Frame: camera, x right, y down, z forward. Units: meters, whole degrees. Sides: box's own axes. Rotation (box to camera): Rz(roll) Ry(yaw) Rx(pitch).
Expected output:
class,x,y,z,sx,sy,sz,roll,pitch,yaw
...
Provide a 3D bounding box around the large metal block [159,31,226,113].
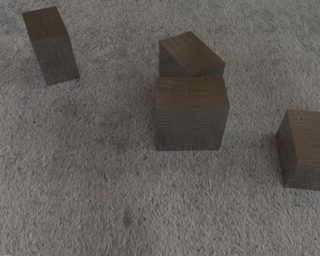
class,x,y,z,sx,sy,sz,roll,pitch,yaw
large metal block,0.040,-0.073,0.429,0.050,0.080,0.080,-23,54,-18

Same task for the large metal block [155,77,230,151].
class,x,y,z,sx,sy,sz,roll,pitch,yaw
large metal block,0.035,-0.016,0.381,0.081,0.080,0.050,-1,50,-1

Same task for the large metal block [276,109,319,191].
class,x,y,z,sx,sy,sz,roll,pitch,yaw
large metal block,0.189,0.027,0.365,0.080,0.050,0.080,5,50,4

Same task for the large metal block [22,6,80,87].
class,x,y,z,sx,sy,sz,roll,pitch,yaw
large metal block,-0.165,-0.124,0.471,0.050,0.080,0.080,-19,53,-15
